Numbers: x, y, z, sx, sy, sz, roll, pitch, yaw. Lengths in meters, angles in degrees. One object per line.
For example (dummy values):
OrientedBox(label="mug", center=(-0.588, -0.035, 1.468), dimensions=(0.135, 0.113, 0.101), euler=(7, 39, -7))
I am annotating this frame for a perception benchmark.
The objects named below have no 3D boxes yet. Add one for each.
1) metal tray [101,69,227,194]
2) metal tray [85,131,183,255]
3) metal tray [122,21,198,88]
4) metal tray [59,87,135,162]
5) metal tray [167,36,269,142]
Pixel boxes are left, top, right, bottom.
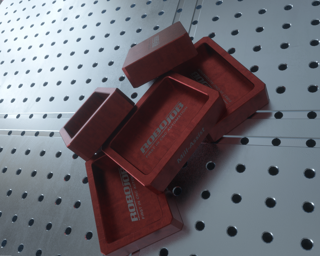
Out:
OrientedBox(label="metal tray", center=(0.003, 0.000, 0.364), dimensions=(0.090, 0.030, 0.130), euler=(32, 79, 37))
OrientedBox(label="metal tray", center=(-0.037, 0.076, 0.376), dimensions=(0.090, 0.030, 0.130), euler=(-29, 52, 9))
OrientedBox(label="metal tray", center=(-0.001, -0.106, 0.431), dimensions=(0.090, 0.030, 0.130), euler=(-27, 23, 11))
OrientedBox(label="metal tray", center=(-0.090, -0.012, 0.418), dimensions=(0.090, 0.030, 0.130), euler=(-51, 22, -8))
OrientedBox(label="metal tray", center=(0.064, -0.055, 0.404), dimensions=(0.090, 0.030, 0.130), euler=(-37, 51, 3))
